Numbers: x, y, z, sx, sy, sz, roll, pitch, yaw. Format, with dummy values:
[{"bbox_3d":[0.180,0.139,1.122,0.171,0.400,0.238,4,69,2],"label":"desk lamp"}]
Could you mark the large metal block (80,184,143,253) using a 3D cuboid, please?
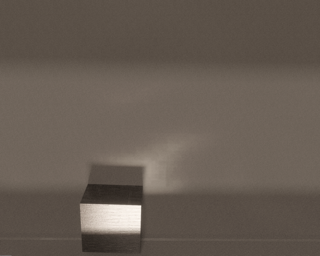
[{"bbox_3d":[-0.067,0.129,0.445,0.081,0.050,0.079,2,110,-1],"label":"large metal block"}]
